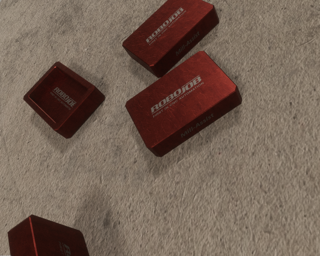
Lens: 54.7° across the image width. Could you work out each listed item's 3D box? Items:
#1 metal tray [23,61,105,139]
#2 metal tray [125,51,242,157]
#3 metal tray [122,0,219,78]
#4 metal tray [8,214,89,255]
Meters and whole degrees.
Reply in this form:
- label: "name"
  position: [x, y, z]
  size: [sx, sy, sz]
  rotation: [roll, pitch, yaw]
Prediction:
- label: "metal tray"
  position: [-0.162, -0.050, 0.513]
  size: [0.130, 0.030, 0.090]
  rotation: [34, 80, 38]
- label: "metal tray"
  position: [0.027, -0.033, 0.406]
  size: [0.130, 0.030, 0.090]
  rotation: [-34, 52, 5]
- label: "metal tray"
  position: [0.015, -0.148, 0.483]
  size: [0.130, 0.030, 0.090]
  rotation: [-44, 51, -3]
- label: "metal tray"
  position: [-0.101, 0.160, 0.315]
  size: [0.030, 0.090, 0.130]
  rotation: [-36, 51, 4]
